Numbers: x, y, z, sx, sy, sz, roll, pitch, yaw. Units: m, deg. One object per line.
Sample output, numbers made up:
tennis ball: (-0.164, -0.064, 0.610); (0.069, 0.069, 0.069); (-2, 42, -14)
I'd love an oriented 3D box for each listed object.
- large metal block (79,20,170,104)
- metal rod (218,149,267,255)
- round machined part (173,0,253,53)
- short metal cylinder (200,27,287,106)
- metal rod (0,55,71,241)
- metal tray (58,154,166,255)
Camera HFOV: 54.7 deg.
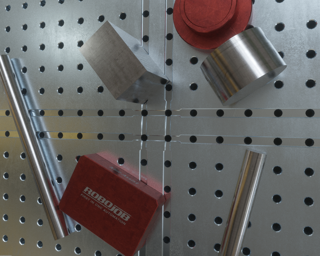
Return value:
large metal block: (-0.043, -0.080, 0.397); (0.050, 0.080, 0.080); (-40, 78, 15)
metal rod: (0.081, 0.173, 0.383); (0.025, 0.025, 0.298); (15, 95, 19)
round machined part: (0.062, -0.146, 0.381); (0.098, 0.042, 0.097); (0, 90, 19)
short metal cylinder: (0.093, -0.067, 0.350); (0.080, 0.080, 0.050); (-33, 80, 17)
metal rod: (-0.200, 0.025, 0.481); (0.025, 0.025, 0.299); (-24, 82, 18)
metal tray: (-0.069, 0.105, 0.433); (0.130, 0.030, 0.090); (28, 99, 17)
